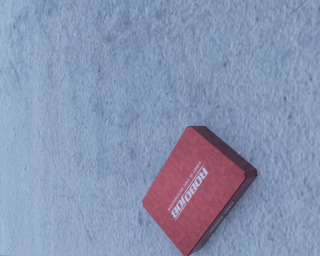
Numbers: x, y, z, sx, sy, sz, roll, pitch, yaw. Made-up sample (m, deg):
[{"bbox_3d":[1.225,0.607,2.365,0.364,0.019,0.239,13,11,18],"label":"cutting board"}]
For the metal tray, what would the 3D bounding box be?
[{"bbox_3d":[0.041,0.073,0.369,0.090,0.030,0.129,44,116,31],"label":"metal tray"}]
